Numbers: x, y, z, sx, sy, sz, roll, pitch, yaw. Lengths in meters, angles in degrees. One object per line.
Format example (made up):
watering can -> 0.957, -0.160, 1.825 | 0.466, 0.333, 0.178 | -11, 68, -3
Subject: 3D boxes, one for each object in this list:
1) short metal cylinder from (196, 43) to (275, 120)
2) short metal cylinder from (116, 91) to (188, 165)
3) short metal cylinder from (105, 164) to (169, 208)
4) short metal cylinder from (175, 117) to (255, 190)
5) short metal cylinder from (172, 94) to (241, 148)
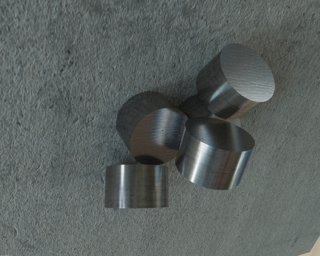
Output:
short metal cylinder -> 0.092, -0.056, 0.381 | 0.081, 0.080, 0.050 | 0, 156, -29
short metal cylinder -> -0.009, 0.000, 0.388 | 0.081, 0.050, 0.079 | -14, 125, -21
short metal cylinder -> -0.029, 0.075, 0.396 | 0.081, 0.080, 0.050 | 7, 76, -32
short metal cylinder -> 0.063, 0.027, 0.360 | 0.081, 0.080, 0.050 | -2, 119, -28
short metal cylinder -> 0.062, -0.001, 0.427 | 0.081, 0.050, 0.079 | -14, 125, -21
